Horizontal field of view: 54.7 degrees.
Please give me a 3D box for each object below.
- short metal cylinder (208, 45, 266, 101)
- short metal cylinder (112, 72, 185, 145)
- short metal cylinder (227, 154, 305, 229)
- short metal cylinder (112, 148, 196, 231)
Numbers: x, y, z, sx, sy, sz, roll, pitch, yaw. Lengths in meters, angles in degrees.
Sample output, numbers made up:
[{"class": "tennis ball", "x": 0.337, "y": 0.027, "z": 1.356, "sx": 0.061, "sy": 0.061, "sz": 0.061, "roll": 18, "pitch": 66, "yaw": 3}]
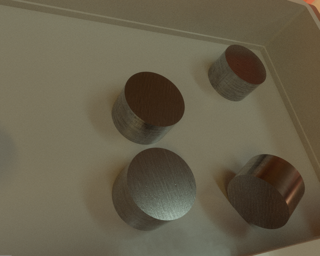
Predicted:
[{"class": "short metal cylinder", "x": 0.128, "y": -0.091, "z": 0.517, "sx": 0.081, "sy": 0.050, "sz": 0.080, "roll": 14, "pitch": 56, "yaw": -21}, {"class": "short metal cylinder", "x": -0.016, "y": -0.025, "z": 0.398, "sx": 0.081, "sy": 0.050, "sz": 0.080, "roll": 14, "pitch": 56, "yaw": -21}, {"class": "short metal cylinder", "x": 0.135, "y": 0.080, "z": 0.396, "sx": 0.080, "sy": 0.080, "sz": 0.050, "roll": 50, "pitch": 51, "yaw": 6}, {"class": "short metal cylinder", "x": -0.007, "y": 0.068, "z": 0.345, "sx": 0.081, "sy": 0.050, "sz": 0.080, "roll": 14, "pitch": 56, "yaw": -21}]
